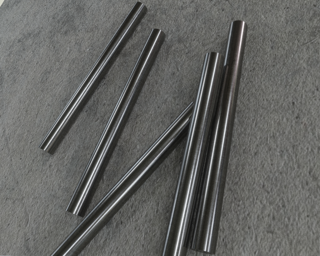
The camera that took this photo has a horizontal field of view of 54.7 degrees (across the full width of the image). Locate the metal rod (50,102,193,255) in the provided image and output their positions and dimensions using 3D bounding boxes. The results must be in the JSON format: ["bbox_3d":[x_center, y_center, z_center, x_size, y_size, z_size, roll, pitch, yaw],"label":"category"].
[{"bbox_3d":[-0.053,0.085,0.379,0.300,0.025,0.025,-47,51,-5],"label":"metal rod"}]

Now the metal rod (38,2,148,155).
[{"bbox_3d":[-0.105,-0.090,0.514,0.025,0.025,0.300,19,71,35],"label":"metal rod"}]

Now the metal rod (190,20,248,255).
[{"bbox_3d":[0.076,-0.009,0.369,0.025,0.025,0.300,0,61,28],"label":"metal rod"}]

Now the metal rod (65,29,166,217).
[{"bbox_3d":[-0.056,-0.021,0.445,0.025,0.025,0.300,9,66,32],"label":"metal rod"}]

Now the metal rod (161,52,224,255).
[{"bbox_3d":[0.034,0.048,0.341,0.025,0.025,0.299,3,67,29],"label":"metal rod"}]
